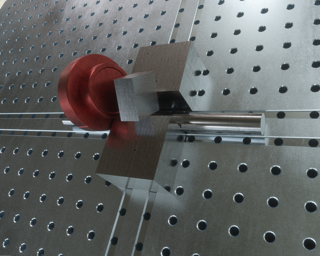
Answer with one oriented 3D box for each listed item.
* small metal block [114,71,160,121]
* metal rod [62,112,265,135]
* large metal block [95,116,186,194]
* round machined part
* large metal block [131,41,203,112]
[{"bbox_3d":[-0.027,-0.039,0.374,0.025,0.050,0.050,1,18,29],"label":"small metal block"},{"bbox_3d":[-0.015,-0.010,0.422,0.300,0.025,0.025,2,63,29],"label":"metal rod"},{"bbox_3d":[-0.022,0.031,0.385,0.080,0.050,0.080,1,62,29],"label":"large metal block"},{"bbox_3d":[-0.073,-0.045,0.390,0.042,0.098,0.098,-4,59,43],"label":"round machined part"},{"bbox_3d":[0.008,-0.069,0.431,0.080,0.050,0.080,1,62,28],"label":"large metal block"}]
